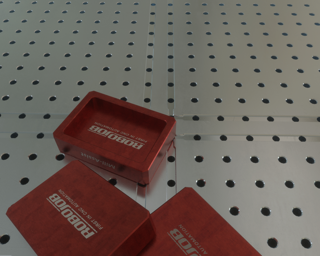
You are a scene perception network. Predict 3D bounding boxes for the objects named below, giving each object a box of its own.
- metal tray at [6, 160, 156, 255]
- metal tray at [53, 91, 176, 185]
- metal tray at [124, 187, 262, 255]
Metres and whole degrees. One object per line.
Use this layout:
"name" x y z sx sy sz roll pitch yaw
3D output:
"metal tray" -0.080 0.091 0.304 0.130 0.030 0.090 24 52 40
"metal tray" -0.055 0.008 0.397 0.130 0.030 0.090 19 53 15
"metal tray" 0.039 0.130 0.296 0.091 0.030 0.130 -33 57 -25
